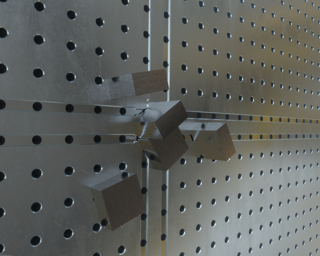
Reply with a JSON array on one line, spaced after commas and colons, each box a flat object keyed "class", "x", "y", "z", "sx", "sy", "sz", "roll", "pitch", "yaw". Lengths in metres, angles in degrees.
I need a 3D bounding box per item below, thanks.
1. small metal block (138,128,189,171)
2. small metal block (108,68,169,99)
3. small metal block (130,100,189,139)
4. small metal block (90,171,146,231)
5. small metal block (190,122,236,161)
[{"class": "small metal block", "x": 0.006, "y": 0.022, "z": 0.416, "sx": 0.050, "sy": 0.025, "sz": 0.050, "roll": -41, "pitch": 115, "yaw": -32}, {"class": "small metal block", "x": -0.026, "y": -0.053, "z": 0.373, "sx": 0.050, "sy": 0.050, "sz": 0.025, "roll": -17, "pitch": 101, "yaw": -39}, {"class": "small metal block", "x": -0.001, "y": -0.011, "z": 0.394, "sx": 0.050, "sy": 0.050, "sz": 0.025, "roll": -41, "pitch": 115, "yaw": -33}, {"class": "small metal block", "x": -0.049, "y": 0.085, "z": 0.370, "sx": 0.050, "sy": 0.025, "sz": 0.050, "roll": -22, "pitch": 104, "yaw": -38}, {"class": "small metal block", "x": 0.079, "y": 0.020, "z": 0.462, "sx": 0.025, "sy": 0.050, "sz": 0.050, "roll": -35, "pitch": 112, "yaw": -35}]
